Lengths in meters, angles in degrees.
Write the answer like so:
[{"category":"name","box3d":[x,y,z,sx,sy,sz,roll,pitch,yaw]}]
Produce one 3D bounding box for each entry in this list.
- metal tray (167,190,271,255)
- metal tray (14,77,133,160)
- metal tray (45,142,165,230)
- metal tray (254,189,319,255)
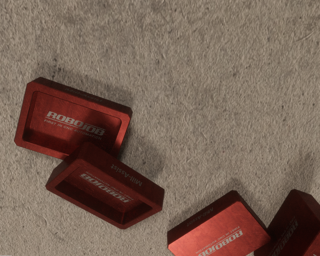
[{"category":"metal tray","box3d":[0.087,0.164,0.469,0.130,0.030,0.090,-37,107,12]},{"category":"metal tray","box3d":[-0.111,-0.002,0.404,0.131,0.030,0.089,19,109,-8]},{"category":"metal tray","box3d":[-0.070,0.081,0.409,0.130,0.030,0.090,36,128,-22]},{"category":"metal tray","box3d":[0.187,0.164,0.438,0.030,0.090,0.129,20,109,-8]}]
